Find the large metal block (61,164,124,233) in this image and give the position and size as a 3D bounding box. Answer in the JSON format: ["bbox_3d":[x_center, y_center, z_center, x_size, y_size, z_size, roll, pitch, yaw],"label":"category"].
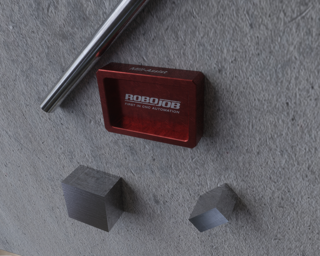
[{"bbox_3d":[-0.110,0.117,0.519,0.080,0.050,0.079,13,124,20],"label":"large metal block"}]

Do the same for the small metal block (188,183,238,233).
[{"bbox_3d":[0.072,0.107,0.418,0.025,0.050,0.050,48,129,-5],"label":"small metal block"}]

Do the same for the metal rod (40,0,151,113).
[{"bbox_3d":[-0.076,-0.103,0.381,0.025,0.025,0.299,49,128,-7],"label":"metal rod"}]

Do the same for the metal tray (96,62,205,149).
[{"bbox_3d":[-0.012,-0.030,0.389,0.130,0.030,0.089,10,123,22],"label":"metal tray"}]
